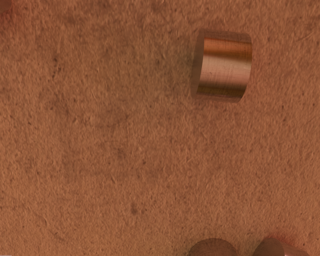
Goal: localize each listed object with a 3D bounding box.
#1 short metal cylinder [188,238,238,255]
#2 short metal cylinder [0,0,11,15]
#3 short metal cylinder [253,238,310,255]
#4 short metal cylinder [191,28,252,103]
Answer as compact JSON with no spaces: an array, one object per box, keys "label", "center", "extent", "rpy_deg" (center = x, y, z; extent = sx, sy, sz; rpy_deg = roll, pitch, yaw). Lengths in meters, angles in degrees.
[{"label":"short metal cylinder","center":[0.085,0.220,0.479],"extent":[0.081,0.050,0.079],"rpy_deg":[0,110,-1]},{"label":"short metal cylinder","center":[-0.207,-0.147,0.323],"extent":[0.050,0.080,0.080],"rpy_deg":[-28,108,9]},{"label":"short metal cylinder","center":[0.180,0.212,0.461],"extent":[0.050,0.080,0.080],"rpy_deg":[25,108,-9]},{"label":"short metal cylinder","center":[0.067,-0.071,0.355],"extent":[0.050,0.080,0.079],"rpy_deg":[6,110,-3]}]
